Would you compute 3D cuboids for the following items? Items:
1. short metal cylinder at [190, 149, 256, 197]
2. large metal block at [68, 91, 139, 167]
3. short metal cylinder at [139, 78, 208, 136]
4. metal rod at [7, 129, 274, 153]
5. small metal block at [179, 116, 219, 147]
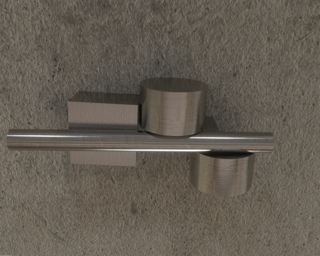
[{"bbox_3d":[0.079,0.045,0.399,0.081,0.080,0.050,0,110,-1],"label":"short metal cylinder"},{"bbox_3d":[-0.068,0.000,0.393,0.081,0.050,0.079,3,110,-2],"label":"large metal block"},{"bbox_3d":[0.015,-0.028,0.372,0.081,0.080,0.050,2,110,-1],"label":"short metal cylinder"},{"bbox_3d":[-0.020,0.015,0.362,0.302,0.025,0.025,1,110,-2],"label":"metal rod"},{"bbox_3d":[0.045,0.004,0.399,0.050,0.050,0.025,1,110,-1],"label":"small metal block"}]
